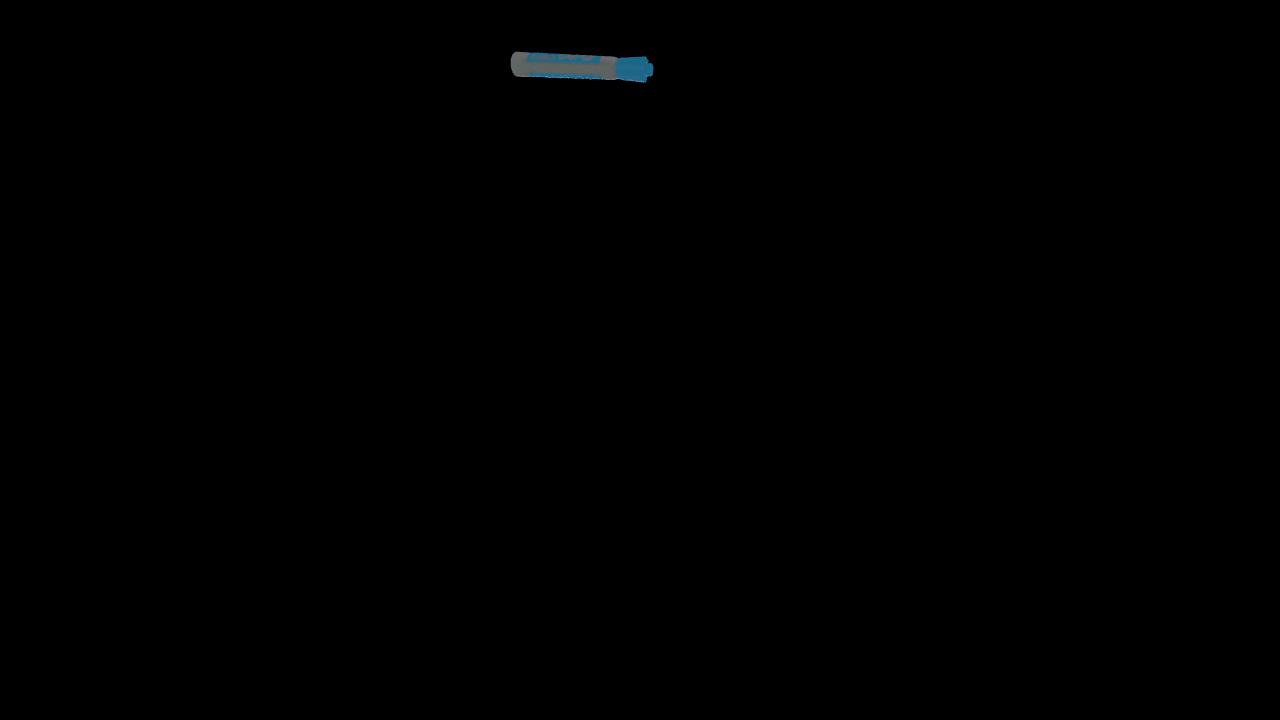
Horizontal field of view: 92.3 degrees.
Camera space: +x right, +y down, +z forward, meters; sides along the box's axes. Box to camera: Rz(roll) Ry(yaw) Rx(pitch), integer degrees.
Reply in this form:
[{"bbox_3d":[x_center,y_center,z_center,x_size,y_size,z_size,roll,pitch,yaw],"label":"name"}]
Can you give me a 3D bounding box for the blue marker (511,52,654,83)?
[{"bbox_3d":[-0.048,-0.238,0.500,0.121,0.020,0.020,10,3,16],"label":"blue marker"}]
